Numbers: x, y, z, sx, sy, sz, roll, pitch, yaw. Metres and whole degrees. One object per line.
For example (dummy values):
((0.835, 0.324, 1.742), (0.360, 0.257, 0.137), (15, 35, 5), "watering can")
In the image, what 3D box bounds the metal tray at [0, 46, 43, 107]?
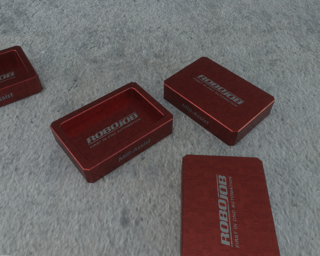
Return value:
((-0.252, -0.067, 0.452), (0.131, 0.030, 0.090), (-26, 55, -21), "metal tray")

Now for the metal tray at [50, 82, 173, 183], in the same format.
((-0.059, 0.000, 0.398), (0.131, 0.030, 0.090), (-32, 57, -24), "metal tray")

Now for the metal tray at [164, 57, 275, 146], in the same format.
((0.080, -0.043, 0.437), (0.091, 0.030, 0.130), (-36, 59, -27), "metal tray")

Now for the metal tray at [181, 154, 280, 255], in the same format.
((0.068, 0.091, 0.325), (0.091, 0.030, 0.130), (3, 50, 1), "metal tray")
